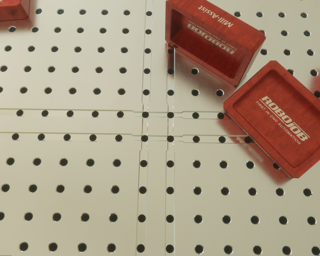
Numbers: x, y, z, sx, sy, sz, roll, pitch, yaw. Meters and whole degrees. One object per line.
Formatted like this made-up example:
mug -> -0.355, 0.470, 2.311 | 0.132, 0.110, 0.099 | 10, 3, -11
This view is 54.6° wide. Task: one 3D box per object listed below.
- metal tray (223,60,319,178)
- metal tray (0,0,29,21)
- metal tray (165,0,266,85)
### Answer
metal tray -> 0.158, -0.011, 0.399 | 0.090, 0.030, 0.130 | -43, 75, 5
metal tray -> -0.257, -0.233, 0.492 | 0.091, 0.030, 0.130 | -5, 70, -2
metal tray -> 0.068, -0.121, 0.422 | 0.130, 0.090, 0.030 | 35, 74, 12
